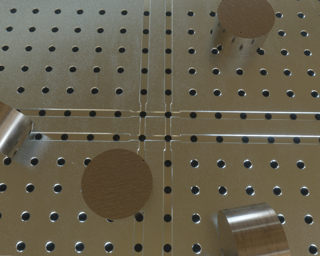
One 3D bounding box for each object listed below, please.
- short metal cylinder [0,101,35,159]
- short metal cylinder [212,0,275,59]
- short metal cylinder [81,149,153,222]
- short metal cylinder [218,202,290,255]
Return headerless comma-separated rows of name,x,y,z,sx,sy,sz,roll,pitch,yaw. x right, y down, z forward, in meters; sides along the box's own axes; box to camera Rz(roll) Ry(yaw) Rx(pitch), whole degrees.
short metal cylinder,-0.205,-0.002,0.381,0.080,0.080,0.050,22,72,7
short metal cylinder,0.120,-0.150,0.455,0.081,0.050,0.080,0,70,0
short metal cylinder,-0.048,0.070,0.372,0.081,0.050,0.080,0,70,0
short metal cylinder,0.099,0.126,0.338,0.050,0.080,0.080,-9,71,-4
